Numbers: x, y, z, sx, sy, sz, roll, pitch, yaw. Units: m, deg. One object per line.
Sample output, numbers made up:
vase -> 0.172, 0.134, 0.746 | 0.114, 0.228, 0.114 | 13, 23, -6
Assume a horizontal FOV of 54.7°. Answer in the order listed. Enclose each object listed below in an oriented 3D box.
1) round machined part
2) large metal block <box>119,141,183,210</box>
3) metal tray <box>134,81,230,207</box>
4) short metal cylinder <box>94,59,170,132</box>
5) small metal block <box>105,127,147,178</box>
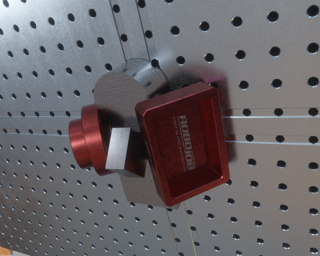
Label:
round machined part -> -0.091, 0.018, 0.418 | 0.042, 0.098, 0.097 | -14, 116, -2
large metal block -> -0.009, 0.063, 0.438 | 0.080, 0.050, 0.080 | 2, 120, 27
metal tray -> 0.030, 0.020, 0.368 | 0.030, 0.091, 0.129 | -137, 31, -60
short metal cylinder -> -0.034, -0.040, 0.387 | 0.080, 0.050, 0.079 | 13, 124, 21
small metal block -> -0.038, 0.031, 0.380 | 0.025, 0.050, 0.050 | -2, 160, 26
